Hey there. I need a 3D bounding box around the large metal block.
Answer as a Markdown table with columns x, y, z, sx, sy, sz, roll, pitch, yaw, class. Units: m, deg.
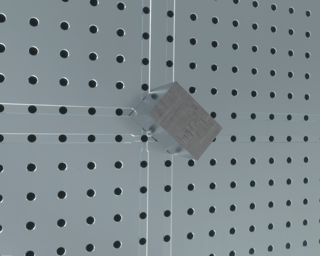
| x | y | z | sx | sy | sz | roll | pitch | yaw | class |
| --- | --- | --- | --- | --- | --- | --- | --- | --- | --- |
| 0.017 | -0.008 | 0.389 | 0.080 | 0.080 | 0.050 | 43 | 77 | -15 | large metal block |
